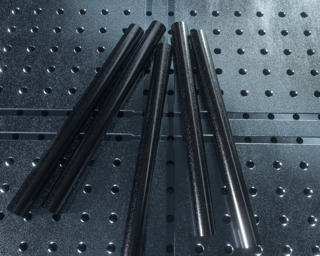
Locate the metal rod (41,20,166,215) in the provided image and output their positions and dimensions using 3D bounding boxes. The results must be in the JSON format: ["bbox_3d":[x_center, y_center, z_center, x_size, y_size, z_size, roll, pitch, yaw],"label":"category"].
[{"bbox_3d":[-0.067,-0.027,0.421,0.025,0.025,0.300,25,72,8],"label":"metal rod"}]

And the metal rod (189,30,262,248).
[{"bbox_3d":[0.081,0.000,0.412,0.025,0.025,0.299,-9,70,-3],"label":"metal rod"}]

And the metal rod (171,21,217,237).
[{"bbox_3d":[0.042,-0.013,0.417,0.025,0.025,0.299,-5,70,-2],"label":"metal rod"}]

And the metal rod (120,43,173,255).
[{"bbox_3d":[-0.014,0.021,0.404,0.025,0.025,0.299,8,70,3],"label":"metal rod"}]

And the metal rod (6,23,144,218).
[{"bbox_3d":[-0.104,-0.023,0.419,0.025,0.025,0.300,26,72,9],"label":"metal rod"}]
